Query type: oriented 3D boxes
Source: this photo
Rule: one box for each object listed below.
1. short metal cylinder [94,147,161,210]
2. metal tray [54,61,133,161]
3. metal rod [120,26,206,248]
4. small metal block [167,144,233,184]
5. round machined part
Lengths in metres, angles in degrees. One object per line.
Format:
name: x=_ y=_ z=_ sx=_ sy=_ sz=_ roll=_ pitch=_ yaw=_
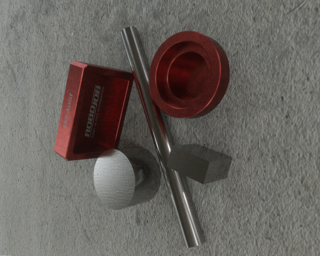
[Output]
short metal cylinder: x=-0.045 y=0.067 z=0.425 sx=0.080 sy=0.050 sz=0.079 roll=0 pitch=90 yaw=39
metal tray: x=-0.091 y=-0.022 z=0.437 sx=0.030 sy=0.091 sz=0.129 roll=23 pitch=105 yaw=37
metal rod: x=-0.001 y=0.001 z=0.406 sx=0.025 sy=0.025 sz=0.299 roll=-28 pitch=73 yaw=36
small metal block: x=0.045 y=0.038 z=0.348 sx=0.050 sy=0.050 sz=0.025 roll=21 pitch=104 yaw=37
round machined part: x=0.037 y=-0.060 z=0.363 sx=0.098 sy=0.042 sz=0.097 roll=0 pitch=90 yaw=39
